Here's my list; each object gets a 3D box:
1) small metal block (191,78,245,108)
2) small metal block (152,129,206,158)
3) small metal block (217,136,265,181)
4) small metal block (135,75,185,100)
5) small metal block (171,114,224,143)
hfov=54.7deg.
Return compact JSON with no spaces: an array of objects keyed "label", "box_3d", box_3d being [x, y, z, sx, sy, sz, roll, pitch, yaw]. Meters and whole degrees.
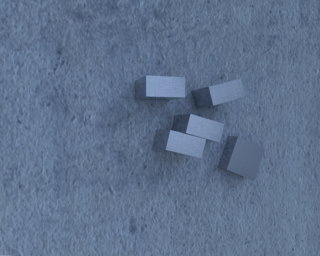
[{"label":"small metal block","box_3d":[0.079,-0.047,0.426,0.050,0.050,0.025,-16,96,-20]},{"label":"small metal block","box_3d":[0.024,0.020,0.406,0.050,0.050,0.025,14,85,-20]},{"label":"small metal block","box_3d":[0.119,0.044,0.455,0.050,0.025,0.050,23,82,-19]},{"label":"small metal block","box_3d":[-0.001,-0.050,0.396,0.050,0.050,0.025,-1,91,-20]},{"label":"small metal block","box_3d":[0.049,0.000,0.415,0.050,0.050,0.025,15,85,-20]}]
